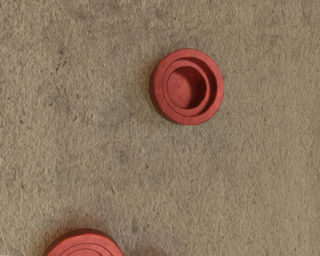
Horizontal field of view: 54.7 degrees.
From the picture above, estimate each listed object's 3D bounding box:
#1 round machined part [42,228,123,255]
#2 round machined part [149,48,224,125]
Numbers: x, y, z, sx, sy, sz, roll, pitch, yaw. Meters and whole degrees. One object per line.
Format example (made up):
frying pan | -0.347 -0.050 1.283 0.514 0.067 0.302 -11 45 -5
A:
round machined part | -0.093 0.167 0.366 0.099 0.042 0.097 0 90 -20
round machined part | 0.032 -0.052 0.411 0.099 0.042 0.097 0 90 -20
